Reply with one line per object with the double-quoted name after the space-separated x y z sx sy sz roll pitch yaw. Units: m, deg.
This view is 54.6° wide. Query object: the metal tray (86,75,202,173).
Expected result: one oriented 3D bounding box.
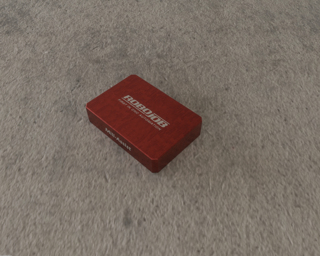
-0.022 -0.011 0.410 0.130 0.030 0.090 36 58 26 "metal tray"
